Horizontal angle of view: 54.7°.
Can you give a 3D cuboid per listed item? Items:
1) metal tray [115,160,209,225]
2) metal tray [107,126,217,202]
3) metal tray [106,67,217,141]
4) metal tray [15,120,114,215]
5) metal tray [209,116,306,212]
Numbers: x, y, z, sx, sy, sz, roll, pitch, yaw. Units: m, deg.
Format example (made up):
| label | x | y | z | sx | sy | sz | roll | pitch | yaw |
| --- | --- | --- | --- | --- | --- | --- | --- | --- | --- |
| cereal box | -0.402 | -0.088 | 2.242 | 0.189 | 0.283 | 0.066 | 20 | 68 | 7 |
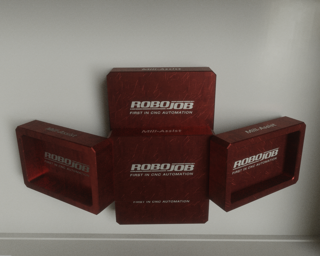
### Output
| label | x | y | z | sx | sy | sz | roll | pitch | yaw |
| --- | --- | --- | --- | --- | --- | --- | --- | --- | --- |
| metal tray | 0.003 | 0.090 | 0.439 | 0.131 | 0.030 | 0.089 | -1 | 110 | -1 |
| metal tray | 0.003 | 0.046 | 0.392 | 0.131 | 0.030 | 0.089 | -1 | 110 | 0 |
| metal tray | 0.002 | -0.030 | 0.395 | 0.131 | 0.030 | 0.089 | -1 | 110 | -1 |
| metal tray | -0.120 | 0.046 | 0.390 | 0.130 | 0.030 | 0.089 | 12 | 114 | 26 |
| metal tray | 0.123 | 0.042 | 0.390 | 0.131 | 0.030 | 0.089 | -13 | 113 | -27 |
